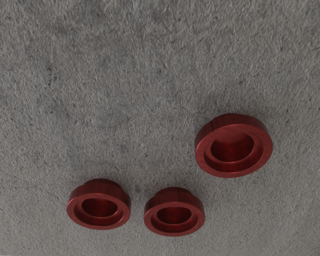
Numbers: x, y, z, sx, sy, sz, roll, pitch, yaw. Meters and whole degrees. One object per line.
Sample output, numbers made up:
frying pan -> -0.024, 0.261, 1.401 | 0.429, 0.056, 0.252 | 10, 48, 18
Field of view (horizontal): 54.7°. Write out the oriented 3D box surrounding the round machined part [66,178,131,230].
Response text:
round machined part -> -0.095, 0.118, 0.496 | 0.099, 0.042, 0.097 | 0, 130, 0

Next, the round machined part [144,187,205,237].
round machined part -> 0.023, 0.135, 0.511 | 0.099, 0.042, 0.097 | 0, 130, 0

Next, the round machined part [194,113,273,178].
round machined part -> 0.095, 0.019, 0.413 | 0.099, 0.042, 0.097 | 0, 130, 0
